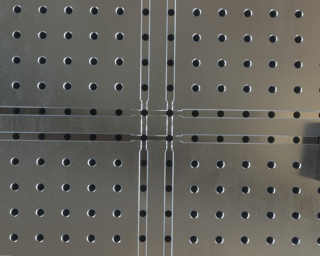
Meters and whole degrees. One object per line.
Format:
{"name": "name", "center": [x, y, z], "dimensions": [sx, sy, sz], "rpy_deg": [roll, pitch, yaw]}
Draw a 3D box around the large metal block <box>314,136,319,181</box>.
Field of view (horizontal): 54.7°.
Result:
{"name": "large metal block", "center": [0.258, 0.037, 0.403], "dimensions": [0.080, 0.050, 0.080], "rpy_deg": [7, 90, 0]}
